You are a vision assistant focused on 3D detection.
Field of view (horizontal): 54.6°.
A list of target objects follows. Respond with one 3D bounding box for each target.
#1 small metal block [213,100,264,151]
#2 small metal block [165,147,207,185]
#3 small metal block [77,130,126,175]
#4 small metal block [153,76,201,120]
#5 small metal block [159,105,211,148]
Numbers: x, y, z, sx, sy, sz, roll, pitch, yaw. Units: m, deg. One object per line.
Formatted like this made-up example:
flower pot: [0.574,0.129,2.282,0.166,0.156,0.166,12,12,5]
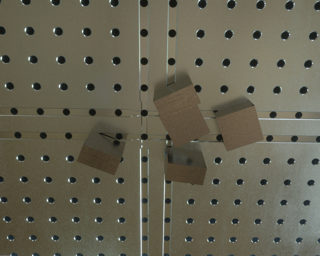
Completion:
small metal block: [0.104,-0.003,0.413,0.050,0.025,0.050,-19,109,7]
small metal block: [0.033,0.050,0.419,0.050,0.050,0.025,9,110,-3]
small metal block: [-0.076,0.032,0.411,0.050,0.050,0.025,22,109,-8]
small metal block: [0.020,-0.039,0.386,0.050,0.050,0.025,-23,108,8]
small metal block: [0.032,-0.009,0.410,0.050,0.025,0.050,-25,108,9]
